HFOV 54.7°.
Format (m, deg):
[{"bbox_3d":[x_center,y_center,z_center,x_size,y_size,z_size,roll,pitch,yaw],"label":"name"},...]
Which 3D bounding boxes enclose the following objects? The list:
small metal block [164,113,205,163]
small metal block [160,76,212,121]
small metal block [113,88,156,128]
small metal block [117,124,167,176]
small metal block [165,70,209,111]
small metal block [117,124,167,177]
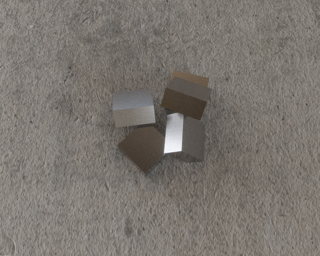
[{"bbox_3d":[0.032,0.013,0.389,0.025,0.050,0.050,-11,64,37],"label":"small metal block"},{"bbox_3d":[0.034,-0.038,0.383,0.050,0.025,0.050,20,28,7],"label":"small metal block"},{"bbox_3d":[-0.034,-0.027,0.406,0.050,0.025,0.050,-7,33,-3],"label":"small metal block"},{"bbox_3d":[-0.018,0.026,0.400,0.050,0.025,0.050,-43,76,-14],"label":"small metal block"},{"bbox_3d":[0.037,-0.047,0.427,0.050,0.025,0.050,13,70,4],"label":"small metal block"},{"bbox_3d":[-0.018,0.026,0.400,0.050,0.025,0.050,-43,76,-14],"label":"small metal block"}]
